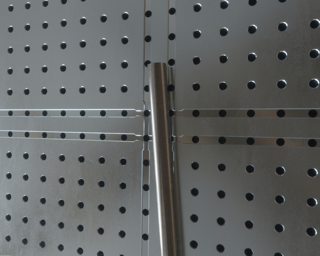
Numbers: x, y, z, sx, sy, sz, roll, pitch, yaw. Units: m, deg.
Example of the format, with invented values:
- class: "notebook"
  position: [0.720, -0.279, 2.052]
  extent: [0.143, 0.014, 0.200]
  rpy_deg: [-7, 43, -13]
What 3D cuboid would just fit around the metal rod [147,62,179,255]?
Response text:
- class: "metal rod"
  position: [0.006, 0.064, 0.410]
  extent: [0.025, 0.025, 0.298]
  rpy_deg: [-4, 89, 20]
